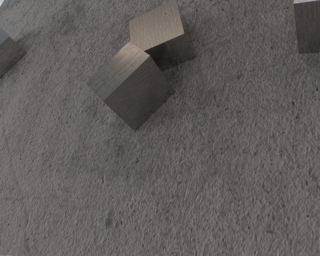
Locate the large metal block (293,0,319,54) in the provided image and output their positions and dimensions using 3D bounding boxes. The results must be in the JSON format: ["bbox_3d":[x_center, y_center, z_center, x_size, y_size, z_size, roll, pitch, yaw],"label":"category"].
[{"bbox_3d":[0.198,-0.131,0.345,0.080,0.080,0.050,3,63,29],"label":"large metal block"}]

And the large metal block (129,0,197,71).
[{"bbox_3d":[0.003,-0.135,0.470,0.080,0.050,0.080,-19,54,17],"label":"large metal block"}]

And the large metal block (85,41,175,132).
[{"bbox_3d":[-0.038,-0.055,0.422,0.080,0.080,0.050,-45,51,-3],"label":"large metal block"}]

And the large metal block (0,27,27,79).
[{"bbox_3d":[-0.350,-0.166,0.674,0.080,0.050,0.080,-47,51,-5],"label":"large metal block"}]
